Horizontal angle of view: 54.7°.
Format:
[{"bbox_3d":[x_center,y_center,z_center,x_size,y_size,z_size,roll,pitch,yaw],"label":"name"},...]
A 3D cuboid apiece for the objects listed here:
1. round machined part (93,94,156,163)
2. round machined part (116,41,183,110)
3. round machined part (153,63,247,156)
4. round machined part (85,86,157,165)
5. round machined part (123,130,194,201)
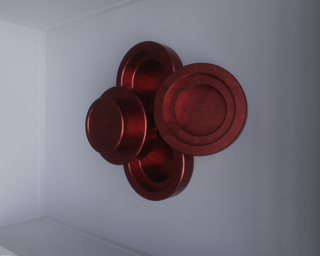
[{"bbox_3d":[-0.056,0.000,0.435,0.098,0.042,0.097,0,90,39],"label":"round machined part"},{"bbox_3d":[-0.008,-0.058,0.398,0.098,0.042,0.097,0,90,39],"label":"round machined part"},{"bbox_3d":[0.046,-0.019,0.340,0.098,0.042,0.097,-1,87,19],"label":"round machined part"},{"bbox_3d":[-0.054,-0.003,0.379,0.098,0.042,0.097,0,90,39],"label":"round machined part"},{"bbox_3d":[0.002,0.039,0.390,0.098,0.042,0.097,0,90,39],"label":"round machined part"}]
